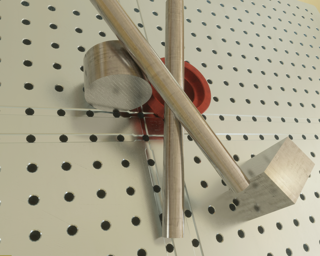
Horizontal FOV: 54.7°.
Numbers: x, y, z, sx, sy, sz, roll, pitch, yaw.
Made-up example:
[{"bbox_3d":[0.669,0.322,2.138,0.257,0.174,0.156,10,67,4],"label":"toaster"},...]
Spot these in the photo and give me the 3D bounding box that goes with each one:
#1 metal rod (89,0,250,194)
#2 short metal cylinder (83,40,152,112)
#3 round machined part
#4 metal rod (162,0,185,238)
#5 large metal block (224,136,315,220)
[{"bbox_3d":[0.006,-0.050,0.353,0.299,0.025,0.025,53,51,-5],"label":"metal rod"},{"bbox_3d":[-0.053,-0.062,0.383,0.081,0.080,0.050,5,60,-26],"label":"short metal cylinder"},{"bbox_3d":[0.019,-0.049,0.438,0.099,0.042,0.098,13,57,-21],"label":"round machined part"},{"bbox_3d":[0.017,-0.023,0.381,0.025,0.025,0.299,8,75,-25],"label":"metal rod"},{"bbox_3d":[0.145,0.068,0.412,0.050,0.080,0.080,47,51,4],"label":"large metal block"}]
